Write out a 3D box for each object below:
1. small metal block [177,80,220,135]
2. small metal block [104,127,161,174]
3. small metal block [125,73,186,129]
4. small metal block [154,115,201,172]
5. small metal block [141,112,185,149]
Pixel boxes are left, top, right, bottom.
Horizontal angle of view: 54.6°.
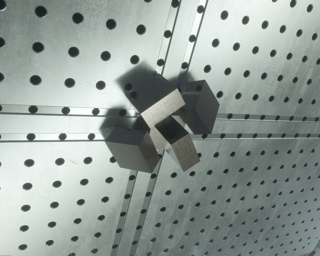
[{"bbox_3d":[0.052,-0.026,0.405,0.050,0.025,0.050,50,49,-39],"label":"small metal block"},{"bbox_3d":[-0.034,0.028,0.389,0.025,0.050,0.050,-58,140,-37],"label":"small metal block"},{"bbox_3d":[-0.006,-0.034,0.370,0.050,0.050,0.025,-35,129,-5],"label":"small metal block"},{"bbox_3d":[0.020,0.018,0.384,0.025,0.050,0.050,-32,129,-8],"label":"small metal block"},{"bbox_3d":[0.004,0.000,0.412,0.050,0.025,0.050,0,118,-30],"label":"small metal block"}]
